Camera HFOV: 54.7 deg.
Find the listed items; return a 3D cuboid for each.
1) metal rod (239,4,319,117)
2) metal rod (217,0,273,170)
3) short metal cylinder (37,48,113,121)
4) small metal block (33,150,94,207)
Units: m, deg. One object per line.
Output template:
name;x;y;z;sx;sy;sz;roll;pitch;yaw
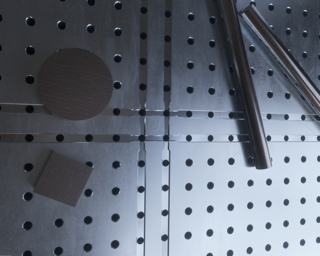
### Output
metal rod;0.230;-0.074;0.499;0.300;0.025;0.025;45;76;-15
metal rod;0.122;-0.084;0.459;0.025;0.025;0.298;-16;96;-20
short metal cylinder;-0.100;-0.048;0.363;0.081;0.050;0.079;0;90;-21
small metal block;-0.115;0.060;0.371;0.050;0.025;0.050;27;81;-19
